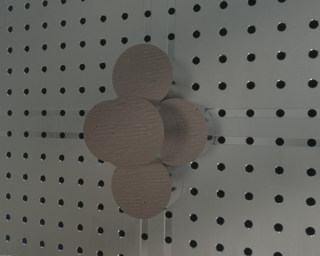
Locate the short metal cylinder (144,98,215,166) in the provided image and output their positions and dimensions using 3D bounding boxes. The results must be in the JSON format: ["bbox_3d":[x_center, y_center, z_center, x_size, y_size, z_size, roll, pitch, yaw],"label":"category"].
[{"bbox_3d":[0.025,0.005,0.390,0.080,0.050,0.080,0,90,20],"label":"short metal cylinder"}]

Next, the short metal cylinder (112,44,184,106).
[{"bbox_3d":[-0.014,-0.064,0.404,0.080,0.050,0.079,0,90,19],"label":"short metal cylinder"}]

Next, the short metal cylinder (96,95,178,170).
[{"bbox_3d":[-0.025,0.005,0.354,0.080,0.050,0.079,0,90,20],"label":"short metal cylinder"}]

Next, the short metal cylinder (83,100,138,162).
[{"bbox_3d":[-0.055,0.004,0.419,0.080,0.050,0.079,0,90,20],"label":"short metal cylinder"}]

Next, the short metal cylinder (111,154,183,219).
[{"bbox_3d":[-0.016,0.072,0.404,0.080,0.050,0.080,-1,88,19],"label":"short metal cylinder"}]
